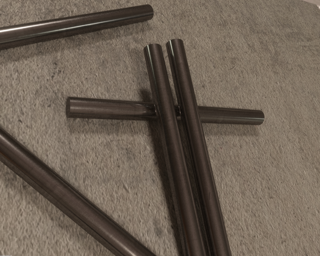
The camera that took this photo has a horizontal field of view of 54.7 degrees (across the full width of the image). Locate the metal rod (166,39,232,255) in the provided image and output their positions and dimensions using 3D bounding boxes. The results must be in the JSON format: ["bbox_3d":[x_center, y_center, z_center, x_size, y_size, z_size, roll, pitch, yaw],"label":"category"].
[{"bbox_3d":[0.046,0.020,0.393,0.025,0.025,0.299,0,69,-29],"label":"metal rod"}]

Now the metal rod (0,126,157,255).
[{"bbox_3d":[-0.096,0.068,0.310,0.300,0.025,0.025,40,51,-1],"label":"metal rod"}]

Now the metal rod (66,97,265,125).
[{"bbox_3d":[0.026,-0.021,0.432,0.303,0.025,0.025,2,61,-28],"label":"metal rod"}]

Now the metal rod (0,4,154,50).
[{"bbox_3d":[-0.126,-0.137,0.420,0.302,0.025,0.025,-27,77,-37],"label":"metal rod"}]

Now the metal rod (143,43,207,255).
[{"bbox_3d":[0.017,0.032,0.372,0.025,0.025,0.299,-1,69,-29],"label":"metal rod"}]
